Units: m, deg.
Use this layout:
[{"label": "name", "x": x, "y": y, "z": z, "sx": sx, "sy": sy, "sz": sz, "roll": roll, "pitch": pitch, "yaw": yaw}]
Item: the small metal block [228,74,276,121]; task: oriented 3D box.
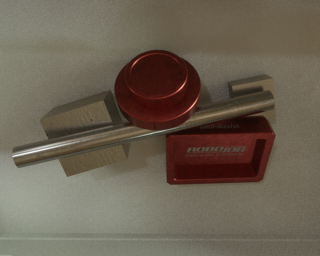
[{"label": "small metal block", "x": 0.118, "y": -0.037, "z": 0.397, "sx": 0.050, "sy": 0.025, "sz": 0.050, "roll": -11, "pitch": 110, "yaw": 3}]

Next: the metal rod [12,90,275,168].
[{"label": "metal rod", "x": -0.015, "y": 0.000, "z": 0.362, "sx": 0.302, "sy": 0.025, "sz": 0.025, "roll": -13, "pitch": 110, "yaw": -4}]

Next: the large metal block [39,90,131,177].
[{"label": "large metal block", "x": -0.091, "y": 0.006, "z": 0.396, "sx": 0.080, "sy": 0.050, "sz": 0.080, "roll": -17, "pitch": 110, "yaw": 5}]

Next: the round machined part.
[{"label": "round machined part", "x": -0.003, "y": -0.049, "z": 0.350, "sx": 0.099, "sy": 0.098, "sz": 0.042, "roll": -4, "pitch": 151, "yaw": 1}]

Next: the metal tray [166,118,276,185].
[{"label": "metal tray", "x": 0.073, "y": 0.032, "z": 0.405, "sx": 0.131, "sy": 0.030, "sz": 0.089, "roll": -2, "pitch": 130, "yaw": -1}]
